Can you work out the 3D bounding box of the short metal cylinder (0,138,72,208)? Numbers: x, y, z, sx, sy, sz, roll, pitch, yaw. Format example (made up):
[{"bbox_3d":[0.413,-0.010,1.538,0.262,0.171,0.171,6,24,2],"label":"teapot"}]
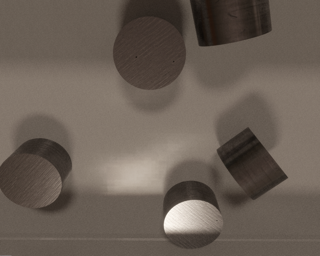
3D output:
[{"bbox_3d":[-0.166,0.060,0.418,0.081,0.050,0.079,0,110,-1],"label":"short metal cylinder"}]

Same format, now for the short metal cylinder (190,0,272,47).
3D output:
[{"bbox_3d":[0.077,-0.124,0.337,0.080,0.080,0.050,-13,110,4],"label":"short metal cylinder"}]

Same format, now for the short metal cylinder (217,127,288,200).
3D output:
[{"bbox_3d":[0.118,0.045,0.400,0.050,0.080,0.080,-38,106,12],"label":"short metal cylinder"}]

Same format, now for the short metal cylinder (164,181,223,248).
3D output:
[{"bbox_3d":[0.045,0.123,0.444,0.081,0.050,0.079,0,110,-1],"label":"short metal cylinder"}]

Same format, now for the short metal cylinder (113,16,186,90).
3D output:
[{"bbox_3d":[-0.012,-0.090,0.365,0.081,0.050,0.079,0,110,-1],"label":"short metal cylinder"}]
